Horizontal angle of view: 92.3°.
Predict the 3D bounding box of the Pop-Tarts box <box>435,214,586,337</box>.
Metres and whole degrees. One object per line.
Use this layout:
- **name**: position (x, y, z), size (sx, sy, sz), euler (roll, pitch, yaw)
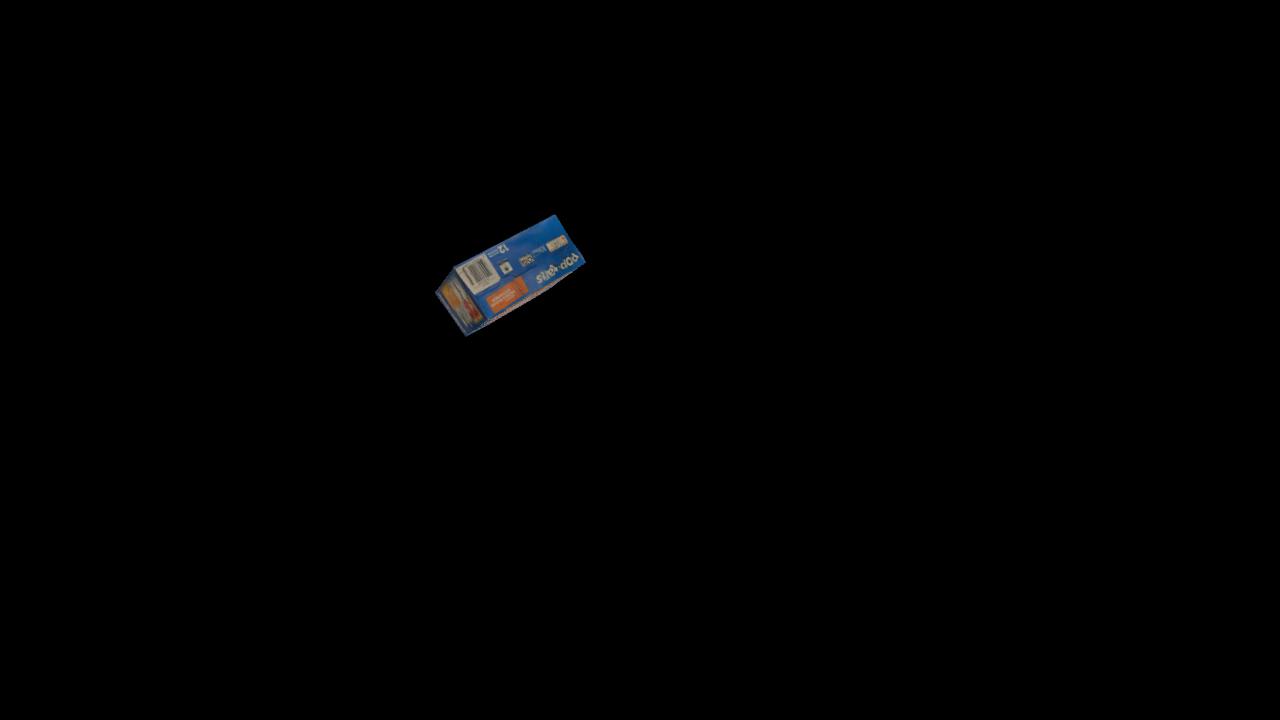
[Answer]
- **Pop-Tarts box**: position (-0.186, -0.117, 0.874), size (0.167, 0.083, 0.141), euler (-35, 9, -28)
